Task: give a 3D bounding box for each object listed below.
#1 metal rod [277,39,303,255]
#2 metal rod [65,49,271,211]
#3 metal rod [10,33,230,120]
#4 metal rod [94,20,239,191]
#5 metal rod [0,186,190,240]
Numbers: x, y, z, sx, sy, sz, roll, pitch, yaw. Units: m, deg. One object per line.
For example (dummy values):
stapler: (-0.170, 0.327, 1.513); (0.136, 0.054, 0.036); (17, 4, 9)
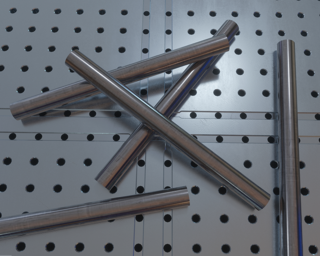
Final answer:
metal rod: (0.169, 0.016, 0.408); (0.025, 0.025, 0.299); (6, 70, 2)
metal rod: (0.008, 0.001, 0.387); (0.300, 0.025, 0.025); (37, 74, 2)
metal rod: (-0.053, -0.070, 0.421); (0.302, 0.025, 0.025); (-18, 71, -1)
metal rod: (0.018, -0.041, 0.427); (0.025, 0.025, 0.300); (35, 73, 11)
metal rod: (-0.115, 0.107, 0.371); (0.302, 0.025, 0.025); (-9, 71, -4)
